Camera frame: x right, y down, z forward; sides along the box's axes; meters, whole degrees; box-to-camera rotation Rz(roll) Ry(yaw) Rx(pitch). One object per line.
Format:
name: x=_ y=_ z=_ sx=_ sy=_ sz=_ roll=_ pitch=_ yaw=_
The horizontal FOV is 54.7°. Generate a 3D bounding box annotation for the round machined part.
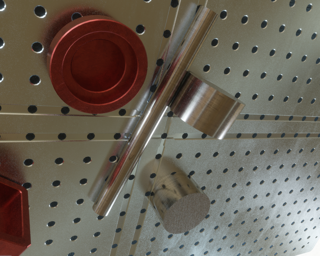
round machined part: x=-0.066 y=-0.067 z=0.322 sx=0.099 sy=0.042 sz=0.097 roll=-14 pitch=124 yaw=-21

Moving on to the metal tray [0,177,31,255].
metal tray: x=-0.195 y=0.076 z=0.307 sx=0.030 sy=0.090 sz=0.130 roll=-44 pitch=130 yaw=8

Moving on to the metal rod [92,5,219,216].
metal rod: x=-0.013 y=-0.010 z=0.397 sx=0.025 sy=0.025 sz=0.298 roll=18 pitch=109 yaw=-35

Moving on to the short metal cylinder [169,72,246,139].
short metal cylinder: x=0.059 y=-0.029 z=0.390 sx=0.080 sy=0.080 sz=0.050 roll=19 pitch=108 yaw=-36

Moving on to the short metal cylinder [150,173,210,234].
short metal cylinder: x=0.031 y=0.117 z=0.484 sx=0.081 sy=0.050 sz=0.079 roll=-14 pitch=124 yaw=-21
